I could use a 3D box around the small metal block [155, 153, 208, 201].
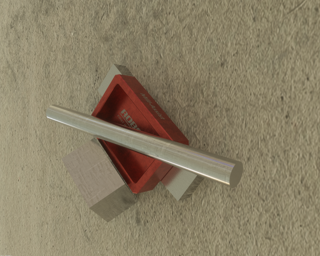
[{"bbox_3d":[0.026,0.053,0.383,0.050,0.025,0.050,46,117,30],"label":"small metal block"}]

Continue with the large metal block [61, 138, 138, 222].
[{"bbox_3d":[-0.080,0.073,0.423,0.050,0.080,0.080,-34,62,-10],"label":"large metal block"}]

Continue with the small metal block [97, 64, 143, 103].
[{"bbox_3d":[-0.058,-0.057,0.452,0.050,0.025,0.050,52,120,27],"label":"small metal block"}]

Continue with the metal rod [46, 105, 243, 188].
[{"bbox_3d":[-0.045,0.009,0.370,0.300,0.025,0.025,16,100,38],"label":"metal rod"}]

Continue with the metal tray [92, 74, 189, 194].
[{"bbox_3d":[-0.033,0.005,0.395,0.130,0.030,0.090,51,120,27],"label":"metal tray"}]
